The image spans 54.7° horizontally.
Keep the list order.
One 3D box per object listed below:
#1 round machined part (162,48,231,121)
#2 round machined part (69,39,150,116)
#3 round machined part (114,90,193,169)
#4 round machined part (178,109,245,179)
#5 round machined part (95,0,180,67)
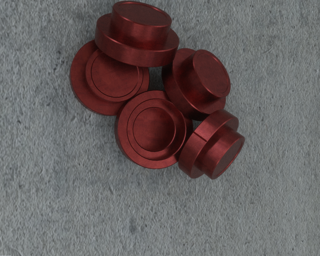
[{"bbox_3d":[0.053,-0.061,0.399,0.099,0.042,0.098,21,55,-33],"label":"round machined part"},{"bbox_3d":[-0.059,-0.064,0.381,0.099,0.042,0.097,0,90,-21],"label":"round machined part"},{"bbox_3d":[-0.010,0.002,0.398,0.099,0.042,0.097,0,90,-21],"label":"round machined part"},{"bbox_3d":[0.072,0.028,0.400,0.042,0.098,0.098,38,74,26],"label":"round machined part"},{"bbox_3d":[-0.024,-0.115,0.362,0.099,0.098,0.042,1,132,-20],"label":"round machined part"}]
